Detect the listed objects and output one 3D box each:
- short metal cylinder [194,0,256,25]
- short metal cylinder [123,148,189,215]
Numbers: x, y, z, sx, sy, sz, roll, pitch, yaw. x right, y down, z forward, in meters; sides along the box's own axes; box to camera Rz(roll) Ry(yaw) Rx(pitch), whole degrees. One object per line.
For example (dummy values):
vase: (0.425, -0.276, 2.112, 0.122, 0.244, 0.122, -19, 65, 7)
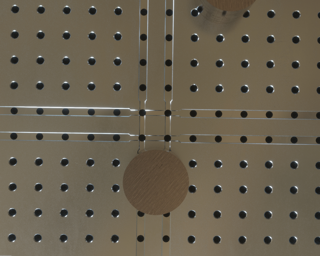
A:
short metal cylinder: (0.087, -0.182, 0.402, 0.081, 0.050, 0.079, 0, 90, -1)
short metal cylinder: (-0.005, 0.066, 0.401, 0.081, 0.050, 0.079, 0, 90, -1)
